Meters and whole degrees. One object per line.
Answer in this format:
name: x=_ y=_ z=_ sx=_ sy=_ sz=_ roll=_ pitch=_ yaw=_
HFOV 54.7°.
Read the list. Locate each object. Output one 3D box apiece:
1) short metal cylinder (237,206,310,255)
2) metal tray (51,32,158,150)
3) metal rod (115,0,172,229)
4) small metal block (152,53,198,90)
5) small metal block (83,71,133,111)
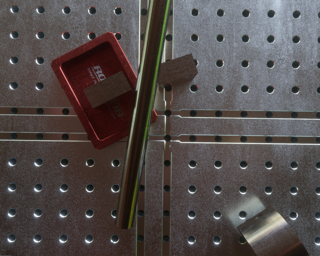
short metal cylinder: x=0.141 y=0.146 z=0.388 sx=0.050 sy=0.080 sz=0.080 roll=-32 pitch=90 yaw=0
metal tray: x=-0.071 y=-0.048 z=0.409 sx=0.090 sy=0.030 sz=0.130 roll=-28 pitch=90 yaw=-1
metal rod: x=-0.022 y=-0.014 z=0.378 sx=0.025 sy=0.025 sz=0.298 roll=10 pitch=104 yaw=-1
small metal block: x=0.019 y=-0.071 z=0.401 sx=0.050 sy=0.050 sz=0.025 roll=-18 pitch=90 yaw=0
small metal block: x=-0.062 y=-0.045 z=0.387 sx=0.050 sy=0.050 sz=0.025 roll=-26 pitch=90 yaw=0
